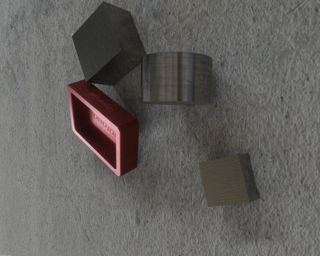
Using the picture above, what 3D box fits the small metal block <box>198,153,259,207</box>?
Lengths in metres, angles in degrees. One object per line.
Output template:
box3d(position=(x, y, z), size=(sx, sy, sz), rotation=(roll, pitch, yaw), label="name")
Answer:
box3d(position=(0.075, 0.057, 0.342), size=(0.050, 0.025, 0.050), rotation=(-18, 79, 38), label="small metal block")

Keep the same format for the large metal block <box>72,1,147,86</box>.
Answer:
box3d(position=(-0.074, -0.118, 0.448), size=(0.080, 0.050, 0.080), rotation=(-32, 70, 35), label="large metal block")

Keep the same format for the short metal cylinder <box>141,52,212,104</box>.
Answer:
box3d(position=(0.018, -0.053, 0.352), size=(0.080, 0.081, 0.050), rotation=(2, 92, 39), label="short metal cylinder")

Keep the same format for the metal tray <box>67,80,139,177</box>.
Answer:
box3d(position=(-0.083, -0.002, 0.444), size=(0.130, 0.030, 0.089), rotation=(37, 138, 33), label="metal tray")
